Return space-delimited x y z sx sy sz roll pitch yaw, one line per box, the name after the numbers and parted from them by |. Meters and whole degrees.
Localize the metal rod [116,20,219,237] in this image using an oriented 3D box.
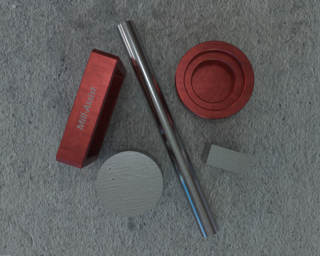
0.010 0.001 0.412 0.025 0.025 0.299 -22 90 0 | metal rod

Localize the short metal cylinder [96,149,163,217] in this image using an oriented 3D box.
-0.037 0.068 0.398 0.081 0.050 0.079 0 90 -1 | short metal cylinder

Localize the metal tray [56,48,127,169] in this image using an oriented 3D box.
-0.079 -0.021 0.378 0.030 0.090 0.129 19 90 0 | metal tray

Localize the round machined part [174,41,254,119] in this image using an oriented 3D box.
0.068 -0.060 0.403 0.099 0.042 0.097 0 90 -1 | round machined part

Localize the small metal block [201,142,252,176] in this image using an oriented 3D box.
0.083 0.038 0.397 0.050 0.050 0.025 17 90 -1 | small metal block
